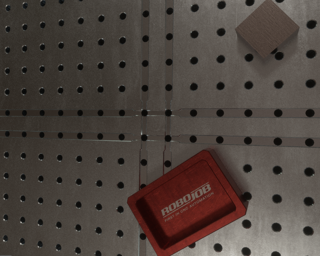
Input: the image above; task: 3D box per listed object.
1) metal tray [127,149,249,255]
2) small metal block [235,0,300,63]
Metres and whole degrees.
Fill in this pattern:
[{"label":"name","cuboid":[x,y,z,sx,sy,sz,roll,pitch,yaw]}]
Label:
[{"label":"metal tray","cuboid":[0.033,0.096,0.397,0.130,0.030,0.090,-35,79,16]},{"label":"small metal block","cuboid":[0.127,-0.115,0.368,0.050,0.025,0.050,-42,77,15]}]
